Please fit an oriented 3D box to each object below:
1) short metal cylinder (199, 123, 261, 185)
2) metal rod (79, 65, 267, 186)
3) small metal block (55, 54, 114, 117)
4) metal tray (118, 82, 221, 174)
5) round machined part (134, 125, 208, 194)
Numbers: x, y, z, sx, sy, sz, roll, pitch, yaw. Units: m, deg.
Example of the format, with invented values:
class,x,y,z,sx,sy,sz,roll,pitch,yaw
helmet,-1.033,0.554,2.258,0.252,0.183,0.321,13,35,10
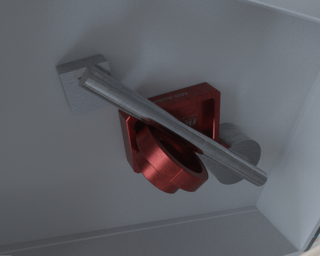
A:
class,x,y,z,sx,sy,sz,roll,pitch,yaw
short metal cylinder,0.106,0.040,0.475,0.081,0.050,0.079,-14,125,-21
metal rod,0.038,0.012,0.384,0.301,0.025,0.025,30,102,-32
small metal block,-0.079,-0.047,0.336,0.050,0.025,0.050,-20,127,-17
metal tray,0.017,-0.001,0.413,0.131,0.030,0.089,-18,126,-19
round machined part,0.008,0.040,0.374,0.098,0.098,0.042,31,109,-38
